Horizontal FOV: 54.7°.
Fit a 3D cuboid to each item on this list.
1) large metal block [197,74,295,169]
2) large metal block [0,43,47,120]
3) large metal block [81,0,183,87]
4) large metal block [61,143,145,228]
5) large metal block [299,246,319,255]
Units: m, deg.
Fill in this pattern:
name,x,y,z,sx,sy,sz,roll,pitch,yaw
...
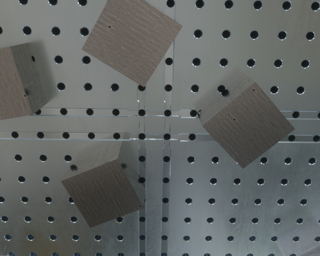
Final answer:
name,x,y,z,sx,sy,sz,roll,pitch,yaw
large metal block,0.108,-0.009,0.398,0.080,0.050,0.080,-41,106,13
large metal block,-0.197,-0.054,0.377,0.080,0.050,0.079,-9,110,3
large metal block,-0.031,-0.107,0.360,0.080,0.050,0.080,31,107,-11
large metal block,-0.074,0.079,0.428,0.080,0.050,0.080,-22,109,7
large metal block,0.265,0.240,0.492,0.080,0.050,0.080,-33,107,11
